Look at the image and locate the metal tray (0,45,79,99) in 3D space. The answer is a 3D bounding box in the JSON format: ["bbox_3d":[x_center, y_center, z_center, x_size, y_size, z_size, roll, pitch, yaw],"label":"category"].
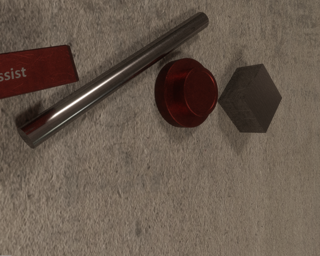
[{"bbox_3d":[-0.143,-0.034,0.242,0.131,0.090,0.030,-22,104,-38],"label":"metal tray"}]

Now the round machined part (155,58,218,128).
[{"bbox_3d":[0.044,-0.049,0.432,0.099,0.042,0.097,0,90,-40],"label":"round machined part"}]

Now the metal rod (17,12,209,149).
[{"bbox_3d":[-0.034,-0.075,0.377,0.302,0.025,0.025,-42,116,-32],"label":"metal rod"}]

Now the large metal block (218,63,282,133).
[{"bbox_3d":[0.153,-0.048,0.520,0.080,0.050,0.080,48,61,-30],"label":"large metal block"}]
